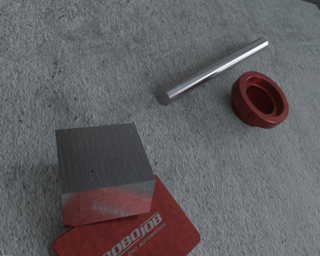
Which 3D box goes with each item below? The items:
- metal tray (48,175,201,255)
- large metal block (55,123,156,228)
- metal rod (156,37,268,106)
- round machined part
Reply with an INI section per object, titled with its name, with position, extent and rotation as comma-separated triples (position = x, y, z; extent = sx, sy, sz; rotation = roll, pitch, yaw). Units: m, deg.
[metal tray]
position = -0.031, 0.117, 0.314
extent = 0.131, 0.030, 0.090
rotation = -30, 78, -38
[large metal block]
position = -0.057, 0.043, 0.306
extent = 0.081, 0.050, 0.080
rotation = -6, 42, -18
[metal rod]
position = 0.104, -0.106, 0.526
extent = 0.302, 0.025, 0.025
rotation = -32, 80, -38
[round machined part]
position = 0.157, -0.041, 0.505
extent = 0.099, 0.042, 0.098
rotation = 14, 56, -21
